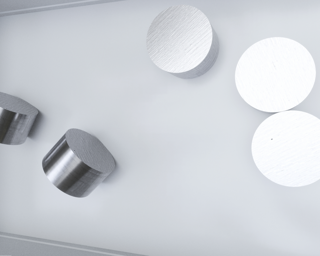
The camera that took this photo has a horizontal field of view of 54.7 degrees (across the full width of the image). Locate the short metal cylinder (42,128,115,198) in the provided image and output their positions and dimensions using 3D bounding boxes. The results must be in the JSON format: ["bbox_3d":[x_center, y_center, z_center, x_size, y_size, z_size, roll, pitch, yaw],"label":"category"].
[{"bbox_3d":[-0.109,0.046,0.418,0.050,0.080,0.080,-46,76,14],"label":"short metal cylinder"}]

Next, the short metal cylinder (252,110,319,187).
[{"bbox_3d":[0.146,0.021,0.346,0.080,0.050,0.079,0,90,19],"label":"short metal cylinder"}]

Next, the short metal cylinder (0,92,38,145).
[{"bbox_3d":[-0.232,-0.016,0.461,0.080,0.080,0.050,30,100,17],"label":"short metal cylinder"}]

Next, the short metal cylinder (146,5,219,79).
[{"bbox_3d":[0.030,-0.105,0.386,0.080,0.050,0.079,0,90,19],"label":"short metal cylinder"}]

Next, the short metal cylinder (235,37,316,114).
[{"bbox_3d":[0.129,-0.057,0.352,0.080,0.050,0.079,0,90,19],"label":"short metal cylinder"}]
